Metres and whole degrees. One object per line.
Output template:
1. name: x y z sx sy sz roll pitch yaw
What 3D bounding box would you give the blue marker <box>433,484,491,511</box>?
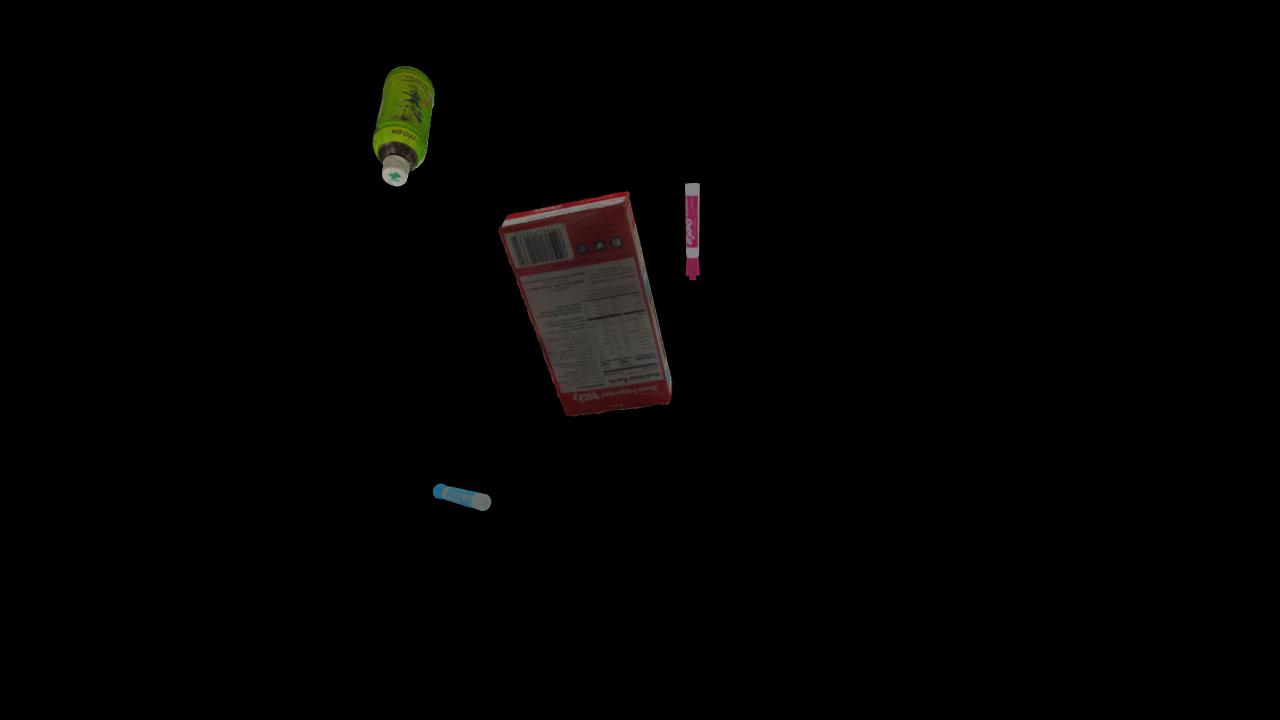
1. blue marker: -0.217 0.164 0.741 0.020 0.020 0.121 0 -2 -43

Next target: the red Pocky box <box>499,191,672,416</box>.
1. red Pocky box: -0.031 -0.032 0.419 0.083 0.155 0.028 -9 34 8

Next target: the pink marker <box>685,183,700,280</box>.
1. pink marker: 0.067 -0.163 0.786 0.020 0.121 0.020 -1 13 0

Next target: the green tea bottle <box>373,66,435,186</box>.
1. green tea bottle: -0.326 -0.317 0.844 0.073 0.212 0.073 -4 -34 -3
